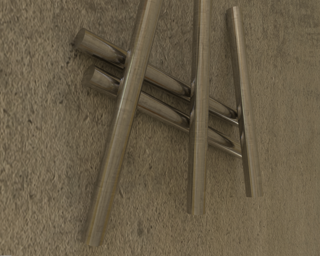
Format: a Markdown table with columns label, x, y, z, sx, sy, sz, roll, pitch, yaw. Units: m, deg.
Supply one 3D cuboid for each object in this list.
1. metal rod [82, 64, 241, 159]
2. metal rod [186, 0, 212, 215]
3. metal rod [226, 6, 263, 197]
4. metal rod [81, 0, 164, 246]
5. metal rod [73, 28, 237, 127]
| label | x | y | z | sx | sy | sz | roll | pitch | yaw |
| --- | --- | --- | --- | --- | --- | --- | --- | --- | --- |
| metal rod | 0.031 | -0.008 | 0.430 | 0.302 | 0.025 | 0.025 | 25 | 75 | -37 |
| metal rod | 0.053 | -0.037 | 0.414 | 0.025 | 0.025 | 0.298 | 3 | 88 | -40 |
| metal rod | 0.132 | -0.045 | 0.485 | 0.025 | 0.025 | 0.298 | 3 | 80 | -40 |
| metal rod | -0.039 | -0.020 | 0.342 | 0.025 | 0.025 | 0.298 | 14 | 90 | -39 |
| metal rod | 0.024 | -0.054 | 0.424 | 0.302 | 0.025 | 0.025 | 21 | 77 | -38 |
